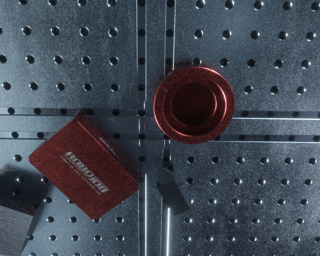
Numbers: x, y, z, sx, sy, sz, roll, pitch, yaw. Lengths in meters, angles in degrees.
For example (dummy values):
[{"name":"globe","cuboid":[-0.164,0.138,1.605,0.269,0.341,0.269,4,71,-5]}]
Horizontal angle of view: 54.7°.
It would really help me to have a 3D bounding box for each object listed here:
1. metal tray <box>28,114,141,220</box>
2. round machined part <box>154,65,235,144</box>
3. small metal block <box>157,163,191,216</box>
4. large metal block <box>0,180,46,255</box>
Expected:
[{"name":"metal tray","cuboid":[-0.101,0.056,0.430,0.090,0.030,0.130,-37,106,12]},{"name":"round machined part","cuboid":[0.041,-0.032,0.393,0.099,0.042,0.097,0,110,-1]},{"name":"small metal block","cuboid":[0.018,0.085,0.432,0.025,0.050,0.050,-25,108,9]},{"name":"large metal block","cuboid":[-0.223,0.129,0.445,0.080,0.050,0.079,22,108,-8]}]
